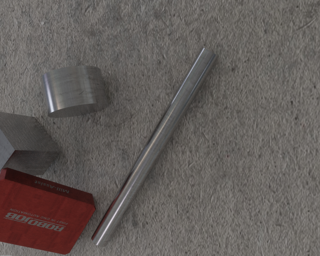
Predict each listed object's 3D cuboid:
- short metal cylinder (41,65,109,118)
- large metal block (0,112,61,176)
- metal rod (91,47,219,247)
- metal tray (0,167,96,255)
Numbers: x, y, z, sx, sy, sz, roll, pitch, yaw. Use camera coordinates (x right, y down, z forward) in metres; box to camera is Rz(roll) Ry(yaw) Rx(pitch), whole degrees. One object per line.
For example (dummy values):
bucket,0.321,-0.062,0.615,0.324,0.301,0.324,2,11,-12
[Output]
short metal cylinder,-0.115,-0.047,0.420,0.080,0.080,0.050,-14,86,19
large metal block,-0.207,0.024,0.447,0.080,0.080,0.050,45,104,23
metal rod,-0.011,0.033,0.412,0.025,0.025,0.299,33,101,17
metal tray,-0.167,0.116,0.421,0.131,0.030,0.090,26,102,-27
